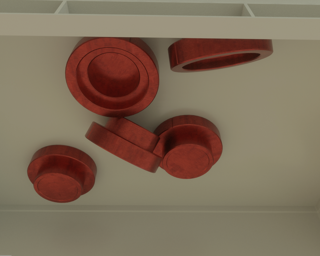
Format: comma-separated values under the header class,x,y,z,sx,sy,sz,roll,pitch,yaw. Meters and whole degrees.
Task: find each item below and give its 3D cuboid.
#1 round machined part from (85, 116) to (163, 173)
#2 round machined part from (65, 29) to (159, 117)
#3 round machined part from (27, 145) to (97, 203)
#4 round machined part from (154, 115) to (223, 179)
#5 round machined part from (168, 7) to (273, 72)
class,x,y,z,sx,sy,sz,roll,pitch,yaw
round machined part,-0.039,0.014,0.386,0.098,0.098,0.042,30,86,-23
round machined part,-0.050,-0.063,0.343,0.099,0.042,0.097,0,129,0
round machined part,-0.147,0.074,0.460,0.099,0.042,0.097,0,130,0
round machined part,0.037,0.033,0.426,0.099,0.042,0.097,0,130,0
round machined part,0.056,-0.085,0.302,0.098,0.098,0.042,-8,92,6
